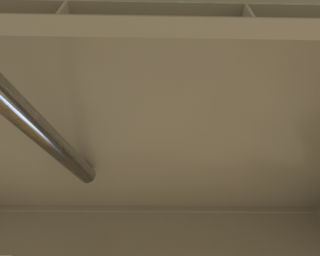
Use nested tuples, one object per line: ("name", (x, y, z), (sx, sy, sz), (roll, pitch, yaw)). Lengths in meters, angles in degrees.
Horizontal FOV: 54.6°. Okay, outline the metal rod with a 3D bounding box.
("metal rod", (-0.125, 0.008, 0.337), (0.025, 0.025, 0.299), (-5, 154, 4))
